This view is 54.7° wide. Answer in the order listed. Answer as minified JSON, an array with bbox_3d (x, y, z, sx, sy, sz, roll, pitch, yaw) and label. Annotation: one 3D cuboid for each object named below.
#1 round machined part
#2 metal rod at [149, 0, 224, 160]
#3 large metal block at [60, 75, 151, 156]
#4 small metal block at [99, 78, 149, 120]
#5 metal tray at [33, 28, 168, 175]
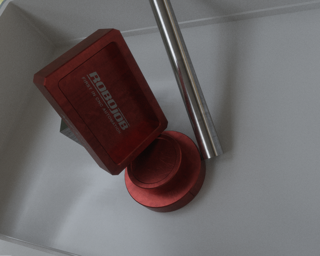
[{"bbox_3d":[0.001,0.046,0.365,0.098,0.042,0.098,-13,56,20],"label":"round machined part"},{"bbox_3d":[0.016,-0.107,0.379,0.025,0.025,0.299,-21,80,16],"label":"metal rod"},{"bbox_3d":[-0.068,-0.011,0.401,0.080,0.080,0.050,-27,46,21],"label":"large metal block"},{"bbox_3d":[-0.049,-0.040,0.438,0.050,0.050,0.025,-14,56,20],"label":"small metal block"},{"bbox_3d":[-0.054,-0.025,0.325,0.090,0.130,0.030,-44,36,-22],"label":"metal tray"}]
